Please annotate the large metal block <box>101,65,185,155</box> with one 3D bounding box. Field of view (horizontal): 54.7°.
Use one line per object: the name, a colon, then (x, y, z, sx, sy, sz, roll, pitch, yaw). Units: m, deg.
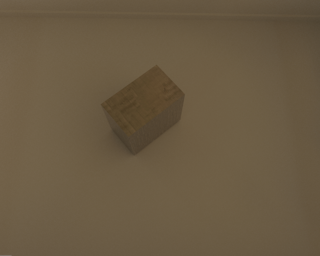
large metal block: (-0.019, -0.019, 0.384, 0.080, 0.080, 0.050, -38, 75, -13)
